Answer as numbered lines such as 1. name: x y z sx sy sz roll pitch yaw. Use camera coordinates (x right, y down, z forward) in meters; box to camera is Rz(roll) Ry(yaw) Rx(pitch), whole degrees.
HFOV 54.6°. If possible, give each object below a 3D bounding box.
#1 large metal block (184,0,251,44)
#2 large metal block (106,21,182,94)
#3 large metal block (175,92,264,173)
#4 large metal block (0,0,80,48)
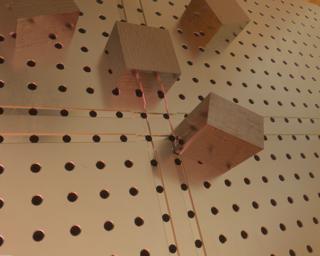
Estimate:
1. large metal block: 0.106 -0.208 0.575 0.081 0.050 0.080 -21 73 -36
2. large metal block: -0.025 -0.097 0.437 0.081 0.050 0.080 0 62 -28
3. large metal block: 0.077 0.009 0.408 0.080 0.080 0.050 23 53 -14
4. large metal block: -0.164 -0.157 0.400 0.081 0.050 0.080 -25 76 -37
